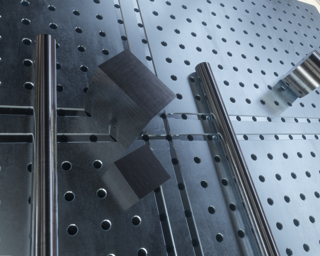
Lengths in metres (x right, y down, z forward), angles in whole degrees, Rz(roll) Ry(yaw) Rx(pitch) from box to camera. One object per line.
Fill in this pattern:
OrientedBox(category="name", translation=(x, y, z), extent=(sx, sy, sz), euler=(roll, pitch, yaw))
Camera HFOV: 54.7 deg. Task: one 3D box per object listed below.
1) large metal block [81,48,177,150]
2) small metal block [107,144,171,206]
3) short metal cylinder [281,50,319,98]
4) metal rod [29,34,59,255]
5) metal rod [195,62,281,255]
OrientedBox(category="large metal block", translation=(-0.040, -0.032, 0.372), extent=(0.080, 0.080, 0.050), euler=(44, 51, 2))
OrientedBox(category="small metal block", translation=(-0.024, 0.054, 0.363), extent=(0.050, 0.025, 0.050), euler=(-29, 78, -38))
OrientedBox(category="short metal cylinder", translation=(0.280, -0.102, 0.590), extent=(0.050, 0.080, 0.080), euler=(47, 51, 4))
OrientedBox(category="metal rod", translation=(-0.123, 0.020, 0.330), extent=(0.025, 0.025, 0.299), euler=(4, 60, -27))
OrientedBox(category="metal rod", translation=(0.104, 0.031, 0.447), extent=(0.025, 0.025, 0.299), euler=(0, 62, -29))
